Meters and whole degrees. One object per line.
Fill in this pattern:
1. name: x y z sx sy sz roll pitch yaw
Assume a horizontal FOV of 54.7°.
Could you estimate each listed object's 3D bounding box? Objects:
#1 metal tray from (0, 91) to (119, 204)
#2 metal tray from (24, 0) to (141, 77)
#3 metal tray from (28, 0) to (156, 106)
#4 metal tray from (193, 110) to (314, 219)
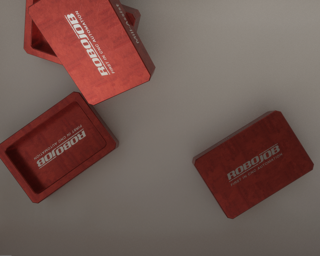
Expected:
1. metal tray: -0.132 0.025 0.407 0.130 0.030 0.090 -36 90 0
2. metal tray: -0.099 -0.120 0.386 0.131 0.030 0.089 18 121 -1
3. metal tray: -0.075 -0.100 0.358 0.090 0.030 0.130 -21 114 21
4. metal tray: 0.121 0.047 0.410 0.130 0.030 0.090 -32 90 0
